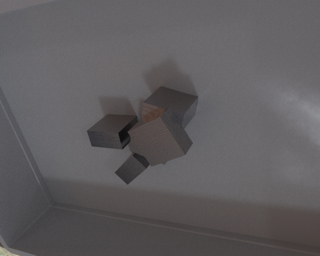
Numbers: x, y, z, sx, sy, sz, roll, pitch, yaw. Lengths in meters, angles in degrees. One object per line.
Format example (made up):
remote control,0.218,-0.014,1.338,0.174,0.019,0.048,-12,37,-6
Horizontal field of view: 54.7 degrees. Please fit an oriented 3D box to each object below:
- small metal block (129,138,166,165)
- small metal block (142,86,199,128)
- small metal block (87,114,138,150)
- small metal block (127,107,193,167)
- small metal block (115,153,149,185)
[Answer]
small metal block,-0.005,0.015,0.405,0.050,0.050,0.025,21,127,16
small metal block,0.013,-0.023,0.371,0.050,0.050,0.025,18,125,17
small metal block,-0.063,0.004,0.428,0.050,0.050,0.025,4,120,26
small metal block,0.000,0.011,0.351,0.050,0.025,0.050,-24,106,36
small metal block,-0.030,0.046,0.437,0.025,0.050,0.050,44,129,-2
